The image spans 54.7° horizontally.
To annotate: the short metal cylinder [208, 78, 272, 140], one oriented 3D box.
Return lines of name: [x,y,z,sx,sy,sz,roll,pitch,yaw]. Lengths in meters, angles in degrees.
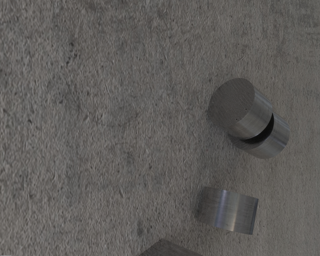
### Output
short metal cylinder: [0.121,-0.029,0.470,0.050,0.080,0.080,29,72,-36]

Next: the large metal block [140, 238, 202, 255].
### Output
large metal block: [0.020,0.197,0.387,0.050,0.080,0.080,-24,106,-37]

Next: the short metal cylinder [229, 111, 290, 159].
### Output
short metal cylinder: [0.160,0.005,0.503,0.050,0.080,0.080,26,74,-37]

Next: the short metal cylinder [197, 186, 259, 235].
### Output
short metal cylinder: [0.099,0.119,0.452,0.080,0.080,0.050,22,76,-38]
